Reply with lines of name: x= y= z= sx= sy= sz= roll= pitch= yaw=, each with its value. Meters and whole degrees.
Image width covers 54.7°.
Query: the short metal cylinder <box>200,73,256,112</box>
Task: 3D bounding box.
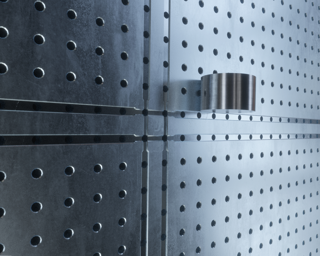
short metal cylinder: x=0.101 y=-0.050 z=0.460 sx=0.081 sy=0.080 sz=0.050 roll=2 pitch=89 yaw=-40
